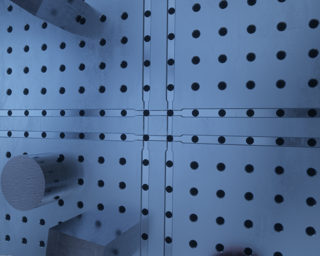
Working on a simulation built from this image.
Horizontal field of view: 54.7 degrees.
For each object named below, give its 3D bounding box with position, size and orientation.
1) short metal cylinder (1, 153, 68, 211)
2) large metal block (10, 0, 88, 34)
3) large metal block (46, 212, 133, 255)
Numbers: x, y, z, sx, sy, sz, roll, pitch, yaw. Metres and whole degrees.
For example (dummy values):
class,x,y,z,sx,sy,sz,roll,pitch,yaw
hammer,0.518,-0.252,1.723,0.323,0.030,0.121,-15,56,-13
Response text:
class,x,y,z,sx,sy,sz,roll,pitch,yaw
short metal cylinder,-0.188,0.079,0.466,0.080,0.050,0.080,0,90,20
large metal block,-0.166,-0.186,0.442,0.080,0.080,0.050,34,101,16
large metal block,-0.092,0.157,0.416,0.080,0.080,0.050,9,93,20
